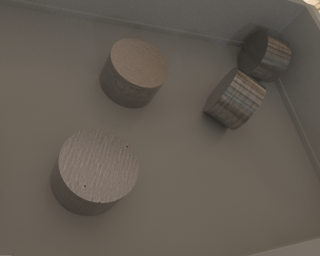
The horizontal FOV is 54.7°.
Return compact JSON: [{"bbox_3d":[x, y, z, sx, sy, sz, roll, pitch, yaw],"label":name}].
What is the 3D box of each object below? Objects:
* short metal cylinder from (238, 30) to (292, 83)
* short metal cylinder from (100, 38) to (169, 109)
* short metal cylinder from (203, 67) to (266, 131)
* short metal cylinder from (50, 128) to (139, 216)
[{"bbox_3d":[0.183,-0.126,0.549,0.050,0.080,0.080,16,55,-20],"label":"short metal cylinder"},{"bbox_3d":[-0.035,-0.073,0.417,0.081,0.050,0.080,14,56,-21],"label":"short metal cylinder"},{"bbox_3d":[0.109,-0.043,0.458,0.050,0.080,0.080,35,51,-6],"label":"short metal cylinder"},{"bbox_3d":[-0.069,0.046,0.325,0.081,0.050,0.080,14,56,-21],"label":"short metal cylinder"}]
